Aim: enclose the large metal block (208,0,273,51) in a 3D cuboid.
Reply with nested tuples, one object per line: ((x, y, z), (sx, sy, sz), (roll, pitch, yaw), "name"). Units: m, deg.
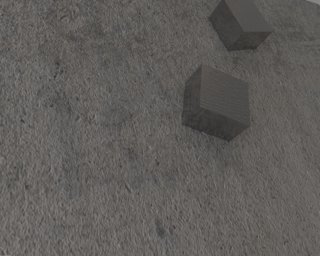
((0.152, -0.196, 0.589), (0.081, 0.050, 0.080), (-12, 68, -33), "large metal block")

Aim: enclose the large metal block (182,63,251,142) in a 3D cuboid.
((0.082, -0.036, 0.454), (0.080, 0.050, 0.080), (19, 54, -17), "large metal block")
